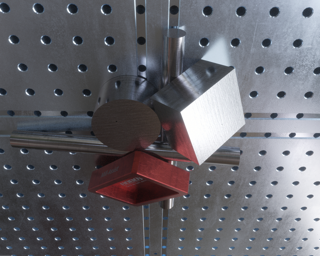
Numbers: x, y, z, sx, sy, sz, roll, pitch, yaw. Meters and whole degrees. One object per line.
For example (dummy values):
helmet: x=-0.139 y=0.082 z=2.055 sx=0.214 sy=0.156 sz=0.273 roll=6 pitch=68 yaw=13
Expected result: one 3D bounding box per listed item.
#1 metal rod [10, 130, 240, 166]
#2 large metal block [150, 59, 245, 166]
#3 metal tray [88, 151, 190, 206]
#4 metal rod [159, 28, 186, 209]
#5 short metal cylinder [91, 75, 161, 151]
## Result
metal rod: x=-0.049 y=0.026 z=0.411 sx=0.302 sy=0.025 sz=0.025 roll=4 pitch=130 yaw=5
large metal block: x=0.046 y=-0.019 z=0.353 sx=0.080 sy=0.050 sz=0.080 roll=-39 pitch=131 yaw=-20
metal tray: x=-0.033 y=0.077 z=0.440 sx=0.090 sy=0.030 sz=0.130 roll=27 pitch=146 yaw=-28
metal rod: x=0.013 y=0.013 z=0.423 sx=0.025 sy=0.025 sz=0.298 roll=0 pitch=131 yaw=-1
short metal cylinder: x=-0.039 y=-0.017 z=0.380 sx=0.081 sy=0.050 sz=0.079 roll=0 pitch=130 yaw=0
